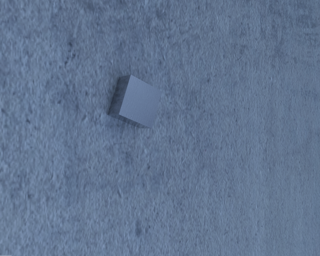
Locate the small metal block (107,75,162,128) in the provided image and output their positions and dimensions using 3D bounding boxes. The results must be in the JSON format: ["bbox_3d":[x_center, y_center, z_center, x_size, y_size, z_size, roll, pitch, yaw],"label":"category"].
[{"bbox_3d":[-0.030,-0.031,0.381,0.050,0.025,0.050,24,75,-38],"label":"small metal block"}]
